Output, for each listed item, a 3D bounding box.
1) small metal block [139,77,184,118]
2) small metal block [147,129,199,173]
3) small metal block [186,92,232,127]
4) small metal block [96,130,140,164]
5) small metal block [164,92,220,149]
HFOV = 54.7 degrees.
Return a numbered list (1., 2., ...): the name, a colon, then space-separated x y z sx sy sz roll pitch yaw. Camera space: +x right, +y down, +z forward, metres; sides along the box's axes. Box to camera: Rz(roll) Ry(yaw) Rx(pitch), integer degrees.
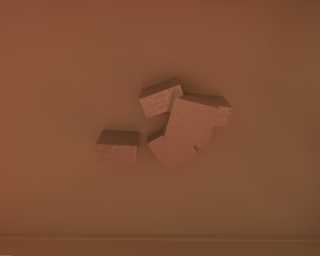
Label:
1. small metal block: 0.004 -0.039 0.383 0.050 0.050 0.025 -19 109 7
2. small metal block: 0.018 0.025 0.420 0.050 0.025 0.050 -29 108 10
3. small metal block: 0.058 -0.024 0.389 0.050 0.050 0.025 7 110 -3
4. small metal block: -0.054 0.024 0.406 0.050 0.050 0.025 3 110 -1
5. small metal block: 0.035 -0.009 0.355 0.050 0.025 0.050 13 110 -5
